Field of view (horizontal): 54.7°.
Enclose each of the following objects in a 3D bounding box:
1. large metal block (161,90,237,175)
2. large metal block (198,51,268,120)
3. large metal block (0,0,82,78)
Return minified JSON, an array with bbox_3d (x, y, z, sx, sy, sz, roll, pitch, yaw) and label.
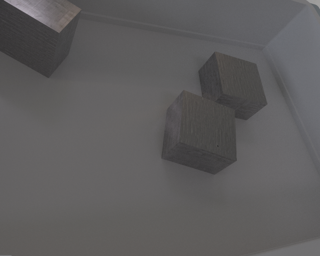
[{"bbox_3d":[0.053,0.007,0.413,0.081,0.050,0.080,19,54,-17],"label":"large metal block"},{"bbox_3d":[0.113,-0.065,0.490,0.081,0.050,0.080,10,58,-23],"label":"large metal block"},{"bbox_3d":[-0.148,-0.118,0.362,0.080,0.080,0.050,30,52,-9],"label":"large metal block"}]
